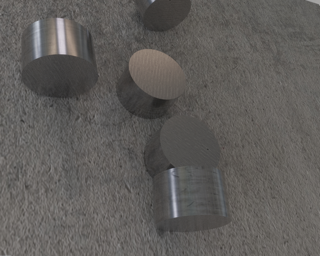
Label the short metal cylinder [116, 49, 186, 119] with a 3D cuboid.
[{"bbox_3d":[-0.012,-0.058,0.417,0.081,0.050,0.080,14,56,-21],"label":"short metal cylinder"}]

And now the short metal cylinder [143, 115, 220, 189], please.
[{"bbox_3d":[0.026,0.031,0.383,0.081,0.050,0.080,14,56,-21],"label":"short metal cylinder"}]

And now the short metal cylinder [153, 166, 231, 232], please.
[{"bbox_3d":[0.033,0.080,0.338,0.081,0.080,0.050,10,58,-23],"label":"short metal cylinder"}]

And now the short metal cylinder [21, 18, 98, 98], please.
[{"bbox_3d":[-0.114,-0.077,0.354,0.081,0.080,0.050,2,61,-28],"label":"short metal cylinder"}]

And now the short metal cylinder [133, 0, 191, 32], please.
[{"bbox_3d":[0.003,-0.201,0.492,0.081,0.080,0.050,-9,67,-32],"label":"short metal cylinder"}]
